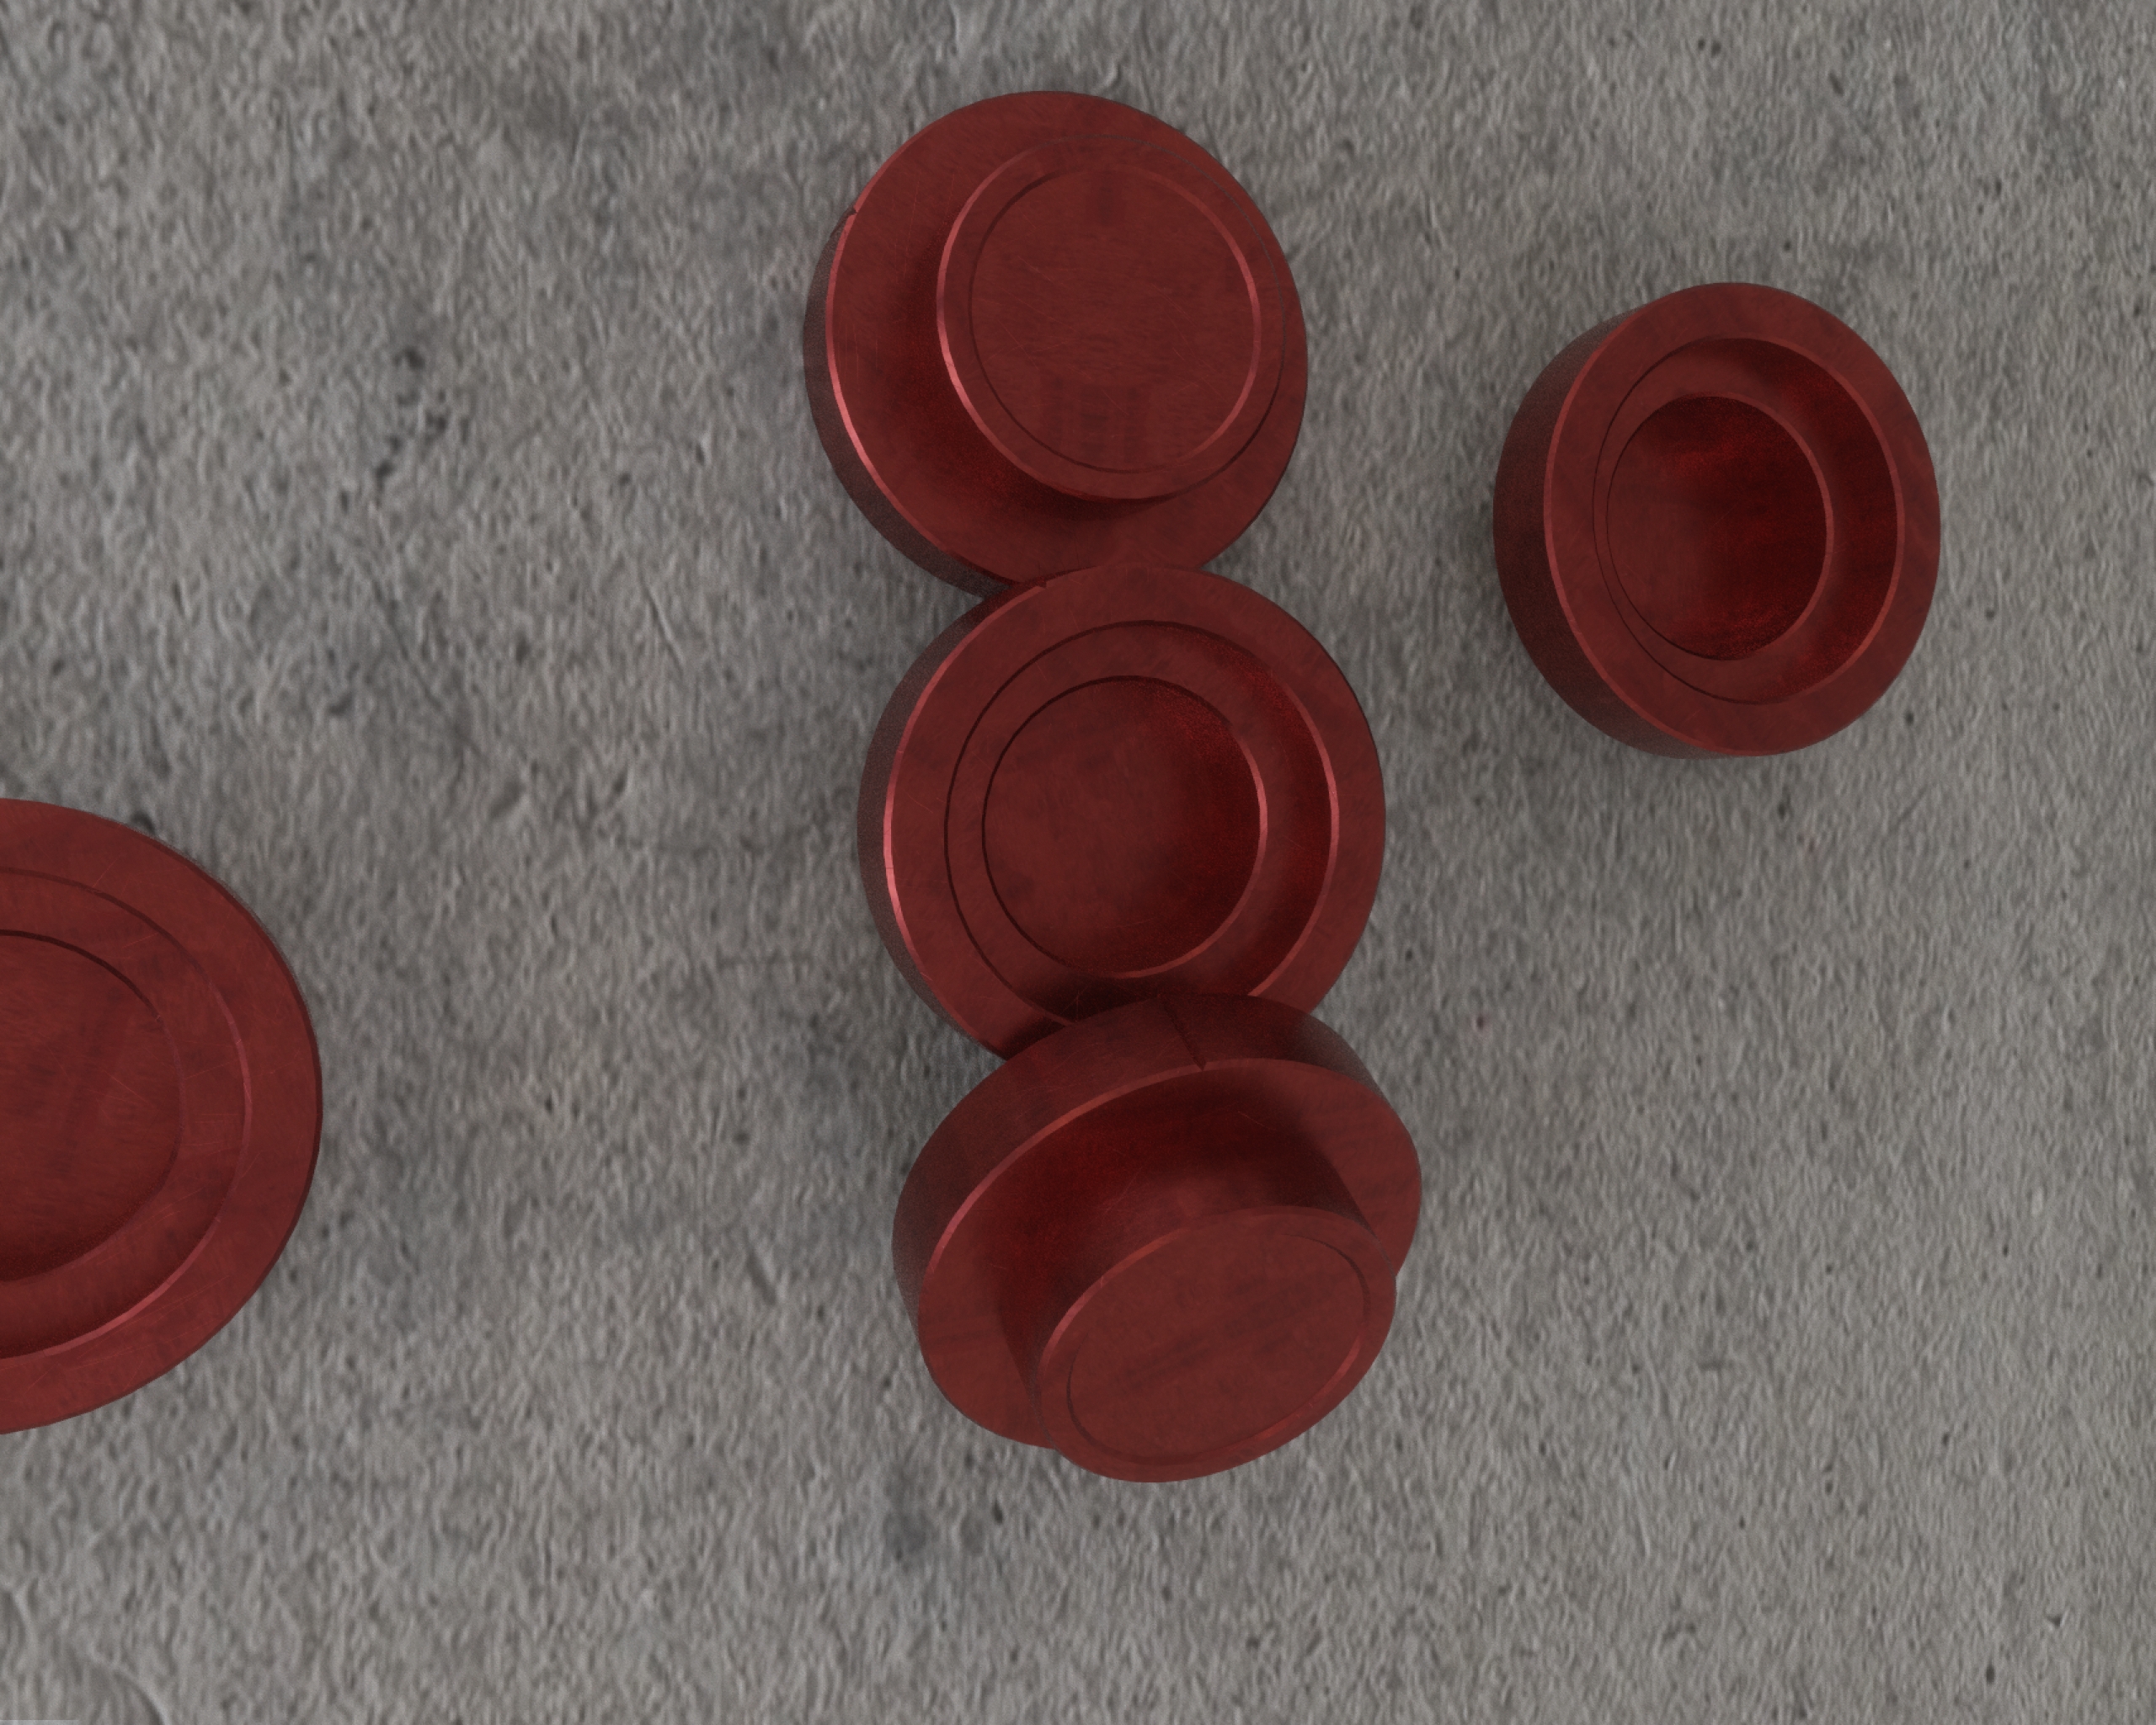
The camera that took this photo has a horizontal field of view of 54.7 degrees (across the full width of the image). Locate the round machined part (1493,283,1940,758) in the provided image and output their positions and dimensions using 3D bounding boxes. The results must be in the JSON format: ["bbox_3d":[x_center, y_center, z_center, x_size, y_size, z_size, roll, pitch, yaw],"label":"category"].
[{"bbox_3d":[0.131,-0.071,0.448,0.099,0.042,0.097,0,90,-20],"label":"round machined part"}]

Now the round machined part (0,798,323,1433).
[{"bbox_3d":[-0.174,0.039,0.336,0.099,0.042,0.097,0,90,-20],"label":"round machined part"}]

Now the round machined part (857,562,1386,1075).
[{"bbox_3d":[0.005,-0.008,0.399,0.099,0.042,0.097,-2,95,-20],"label":"round machined part"}]

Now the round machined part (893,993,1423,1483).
[{"bbox_3d":[0.019,0.075,0.383,0.099,0.042,0.097,-11,127,-15],"label":"round machined part"}]

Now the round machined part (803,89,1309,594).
[{"bbox_3d":[0.000,-0.099,0.400,0.099,0.042,0.097,0,90,-20],"label":"round machined part"}]
